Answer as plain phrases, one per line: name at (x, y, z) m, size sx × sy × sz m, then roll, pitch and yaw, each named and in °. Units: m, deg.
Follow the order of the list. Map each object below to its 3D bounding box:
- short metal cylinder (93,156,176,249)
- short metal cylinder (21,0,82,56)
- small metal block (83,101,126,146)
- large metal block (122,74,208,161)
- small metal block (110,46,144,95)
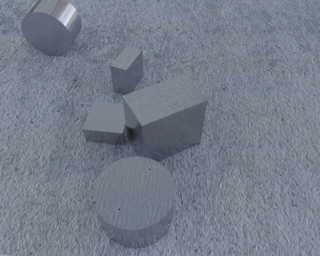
short metal cylinder at (-0.025, 0.077, 0.322) m, size 0.081 × 0.050 × 0.080 m, roll 0°, pitch 50°, yaw 0°
short metal cylinder at (-0.175, -0.165, 0.504) m, size 0.080 × 0.080 × 0.050 m, roll 7°, pitch 51°, yaw 5°
small metal block at (-0.068, -0.007, 0.408) m, size 0.050 × 0.025 × 0.050 m, roll 6°, pitch 50°, yaw 4°
large metal block at (0.005, -0.008, 0.374) m, size 0.081 × 0.080 × 0.050 m, roll -22°, pitch 54°, yaw -18°
small metal block at (-0.047, -0.084, 0.457) m, size 0.025 × 0.050 × 0.050 m, roll 19°, pitch 53°, yaw 15°
